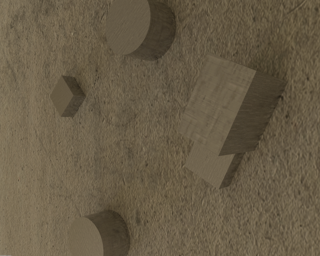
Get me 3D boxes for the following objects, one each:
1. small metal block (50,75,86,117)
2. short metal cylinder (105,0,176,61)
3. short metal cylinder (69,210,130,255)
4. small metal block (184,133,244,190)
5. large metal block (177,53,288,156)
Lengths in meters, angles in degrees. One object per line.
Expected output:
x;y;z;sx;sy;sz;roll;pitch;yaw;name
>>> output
-0.159;-0.054;0.533;0.050;0.025;0.050;-51;61;28;small metal block
-0.026;-0.132;0.408;0.080;0.050;0.079;0;90;39;short metal cylinder
-0.091;0.167;0.461;0.080;0.050;0.079;0;90;39;short metal cylinder
0.062;0.033;0.352;0.050;0.025;0.050;32;110;35;small metal block
0.073;-0.022;0.308;0.050;0.081;0.079;32;110;35;large metal block
